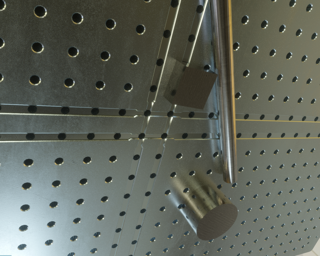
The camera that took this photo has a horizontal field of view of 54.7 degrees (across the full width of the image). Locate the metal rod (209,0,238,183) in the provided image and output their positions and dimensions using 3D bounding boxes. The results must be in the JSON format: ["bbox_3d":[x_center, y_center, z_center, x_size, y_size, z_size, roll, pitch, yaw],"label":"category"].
[{"bbox_3d":[0.094,-0.033,0.441,0.025,0.025,0.298,-23,127,-15],"label":"metal rod"}]

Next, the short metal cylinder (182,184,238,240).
[{"bbox_3d":[0.085,0.144,0.530,0.081,0.050,0.079,-14,124,-21],"label":"short metal cylinder"}]

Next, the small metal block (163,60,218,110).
[{"bbox_3d":[0.039,-0.055,0.398,0.050,0.025,0.050,7,115,-32],"label":"small metal block"}]
